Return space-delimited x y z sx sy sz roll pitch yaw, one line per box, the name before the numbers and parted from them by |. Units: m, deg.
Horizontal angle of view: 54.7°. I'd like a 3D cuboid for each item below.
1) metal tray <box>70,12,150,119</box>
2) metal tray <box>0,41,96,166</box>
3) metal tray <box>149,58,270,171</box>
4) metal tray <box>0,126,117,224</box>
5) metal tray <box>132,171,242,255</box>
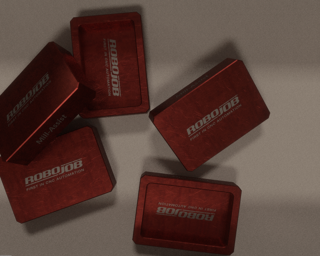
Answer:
metal tray | -0.064 -0.080 0.407 0.091 0.030 0.129 -5 90 -1
metal tray | -0.147 -0.029 0.374 0.130 0.030 0.090 -43 59 10
metal tray | 0.063 -0.017 0.395 0.130 0.030 0.090 -35 111 -1
metal tray | -0.134 0.059 0.407 0.131 0.030 0.090 -20 90 -1
metal tray | 0.035 0.111 0.409 0.131 0.030 0.089 7 90 -1
